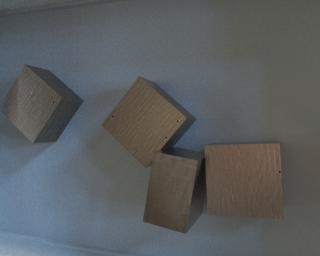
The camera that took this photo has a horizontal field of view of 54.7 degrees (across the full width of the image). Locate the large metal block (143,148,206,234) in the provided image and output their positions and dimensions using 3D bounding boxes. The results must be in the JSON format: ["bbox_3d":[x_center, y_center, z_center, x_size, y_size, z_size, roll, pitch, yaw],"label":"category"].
[{"bbox_3d":[0.024,0.069,0.373,0.050,0.080,0.079,10,94,20],"label":"large metal block"}]

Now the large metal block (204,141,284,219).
[{"bbox_3d":[0.099,0.057,0.362,0.080,0.050,0.080,-3,89,20],"label":"large metal block"}]

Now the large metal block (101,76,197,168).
[{"bbox_3d":[-0.013,-0.008,0.402,0.080,0.050,0.080,42,103,15],"label":"large metal block"}]

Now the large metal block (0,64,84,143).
[{"bbox_3d":[-0.176,-0.034,0.459,0.080,0.050,0.080,40,103,15],"label":"large metal block"}]
